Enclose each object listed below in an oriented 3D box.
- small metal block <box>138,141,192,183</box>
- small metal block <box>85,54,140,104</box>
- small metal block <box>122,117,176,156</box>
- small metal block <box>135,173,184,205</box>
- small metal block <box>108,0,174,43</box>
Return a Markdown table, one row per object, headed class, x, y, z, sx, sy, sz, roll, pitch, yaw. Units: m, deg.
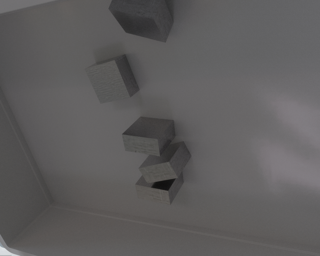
| class | x | y | z | sx | sy | sz | roll | pitch | yaw |
| --- | --- | --- | --- | --- | --- | --- | --- | --- | --- |
| small metal block | 0.007 | 0.046 | 0.417 | 0.050 | 0.050 | 0.025 | -17 | 110 | 35 |
| small metal block | -0.062 | -0.063 | 0.402 | 0.050 | 0.025 | 0.050 | -8 | 115 | 31 |
| small metal block | -0.013 | 0.010 | 0.406 | 0.050 | 0.050 | 0.025 | 7 | 121 | 24 |
| small metal block | 0.000 | 0.079 | 0.441 | 0.050 | 0.050 | 0.025 | 6 | 121 | 25 |
| small metal block | -0.018 | -0.118 | 0.326 | 0.050 | 0.050 | 0.025 | 19 | 84 | 17 |
